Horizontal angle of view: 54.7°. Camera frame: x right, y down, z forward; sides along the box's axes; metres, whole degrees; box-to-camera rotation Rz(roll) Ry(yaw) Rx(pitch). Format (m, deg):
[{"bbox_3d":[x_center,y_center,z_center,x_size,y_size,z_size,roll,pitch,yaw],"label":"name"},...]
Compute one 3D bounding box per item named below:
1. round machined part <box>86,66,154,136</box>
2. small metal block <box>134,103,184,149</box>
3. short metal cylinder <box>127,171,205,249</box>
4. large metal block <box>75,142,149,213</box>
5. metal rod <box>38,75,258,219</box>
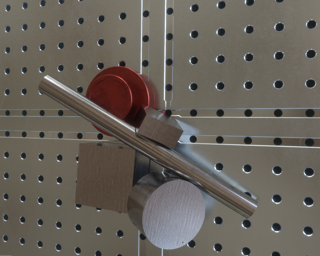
[{"bbox_3d":[-0.061,-0.036,0.424,0.098,0.042,0.097,0,90,19],"label":"round machined part"},{"bbox_3d":[-0.003,-0.003,0.389,0.050,0.050,0.025,24,103,-17],"label":"small metal block"},{"bbox_3d":[0.007,0.097,0.373,0.081,0.050,0.079,-2,94,-25],"label":"short metal cylinder"},{"bbox_3d":[-0.063,0.063,0.418,0.080,0.050,0.079,5,92,19],"label":"large metal block"},{"bbox_3d":[-0.017,0.021,0.383,0.301,0.025,0.025,31,100,4],"label":"metal rod"}]
